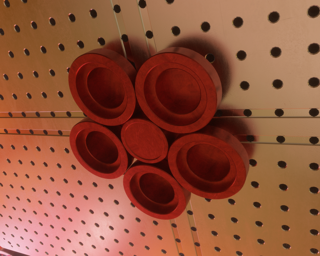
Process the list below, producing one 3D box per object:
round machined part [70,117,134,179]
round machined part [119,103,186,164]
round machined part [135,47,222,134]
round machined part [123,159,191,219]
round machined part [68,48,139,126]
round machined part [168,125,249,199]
[{"bbox_3d":[-0.080,0.024,0.457,0.098,0.042,0.097,13,124,21],"label":"round machined part"},{"bbox_3d":[-0.012,0.008,0.412,0.098,0.042,0.097,13,124,21],"label":"round machined part"},{"bbox_3d":[0.024,-0.046,0.359,0.098,0.042,0.097,13,124,21],"label":"round machined part"},{"bbox_3d":[-0.001,0.082,0.451,0.098,0.042,0.097,13,124,21],"label":"round machined part"},{"bbox_3d":[-0.065,-0.055,0.401,0.098,0.042,0.097,13,124,21],"label":"round machined part"},{"bbox_3d":[0.063,0.038,0.391,0.098,0.042,0.097,13,124,21],"label":"round machined part"}]
